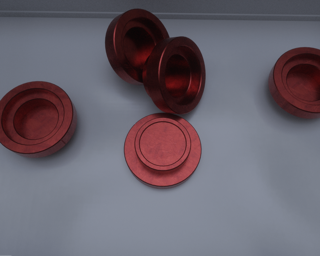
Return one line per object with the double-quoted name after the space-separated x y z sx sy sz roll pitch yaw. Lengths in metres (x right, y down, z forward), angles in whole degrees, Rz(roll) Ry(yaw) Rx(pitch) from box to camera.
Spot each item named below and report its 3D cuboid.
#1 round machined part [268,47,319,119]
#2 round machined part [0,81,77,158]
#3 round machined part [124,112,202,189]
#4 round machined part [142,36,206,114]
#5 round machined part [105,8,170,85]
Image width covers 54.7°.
0.197 -0.058 0.423 0.099 0.042 0.098 0 70 0 "round machined part"
-0.157 -0.008 0.402 0.099 0.042 0.098 0 70 0 "round machined part"
0.003 0.025 0.391 0.099 0.042 0.098 0 70 0 "round machined part"
0.015 -0.068 0.406 0.042 0.098 0.098 7 65 41 "round machined part"
-0.033 -0.107 0.421 0.099 0.042 0.097 1 88 -42 "round machined part"
